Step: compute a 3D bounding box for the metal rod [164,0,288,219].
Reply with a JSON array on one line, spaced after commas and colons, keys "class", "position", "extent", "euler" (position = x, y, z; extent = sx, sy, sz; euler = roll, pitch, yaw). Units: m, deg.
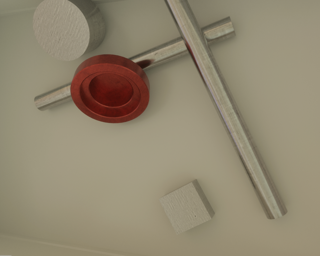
[{"class": "metal rod", "position": [0.074, -0.034, 0.366], "extent": [0.025, 0.025, 0.299], "euler": [-26, 88, 18]}]

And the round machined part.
[{"class": "round machined part", "position": [-0.062, -0.055, 0.404], "extent": [0.098, 0.098, 0.042], "euler": [-19, 43, 18]}]

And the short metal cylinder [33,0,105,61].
[{"class": "short metal cylinder", "position": [-0.122, -0.137, 0.423], "extent": [0.080, 0.050, 0.079], "euler": [6, 118, 12]}]

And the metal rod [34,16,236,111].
[{"class": "metal rod", "position": [-0.047, -0.081, 0.425], "extent": [0.301, 0.025, 0.025], "euler": [-18, 84, 18]}]

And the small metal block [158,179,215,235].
[{"class": "small metal block", "position": [0.035, 0.101, 0.398], "extent": [0.050, 0.025, 0.050], "euler": [-31, 80, 17]}]
